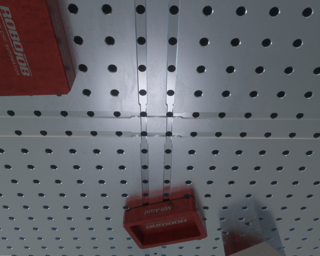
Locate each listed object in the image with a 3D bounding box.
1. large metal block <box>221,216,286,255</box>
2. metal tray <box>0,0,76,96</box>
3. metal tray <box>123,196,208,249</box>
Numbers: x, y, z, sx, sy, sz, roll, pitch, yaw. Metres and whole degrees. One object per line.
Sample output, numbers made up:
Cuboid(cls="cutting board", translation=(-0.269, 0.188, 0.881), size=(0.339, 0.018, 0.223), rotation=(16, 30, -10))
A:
Cuboid(cls="large metal block", translation=(0.176, 0.221, 0.585), size=(0.080, 0.050, 0.080), rotation=(-35, 122, 25))
Cuboid(cls="metal tray", translation=(-0.149, -0.096, 0.325), size=(0.091, 0.030, 0.129), rotation=(-2, 130, 1))
Cuboid(cls="metal tray", translation=(0.011, 0.172, 0.554), size=(0.130, 0.030, 0.090), rotation=(-14, 129, 11))
